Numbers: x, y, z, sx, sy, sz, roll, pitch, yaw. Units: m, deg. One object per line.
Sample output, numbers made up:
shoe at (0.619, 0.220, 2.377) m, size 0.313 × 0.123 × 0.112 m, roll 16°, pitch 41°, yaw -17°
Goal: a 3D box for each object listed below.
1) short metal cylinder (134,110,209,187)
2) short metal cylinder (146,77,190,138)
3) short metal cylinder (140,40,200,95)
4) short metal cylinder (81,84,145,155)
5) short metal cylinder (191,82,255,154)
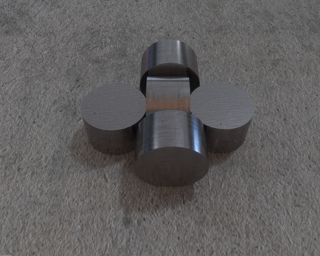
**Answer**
short metal cylinder at (0.012, 0.025, 0.349) m, size 0.081 × 0.080 × 0.050 m, roll 0°, pitch 50°, yaw 0°
short metal cylinder at (0.010, -0.025, 0.390) m, size 0.050 × 0.080 × 0.080 m, roll 0°, pitch 50°, yaw 0°
short metal cylinder at (0.013, -0.075, 0.433) m, size 0.081 × 0.080 × 0.050 m, roll 0°, pitch 50°, yaw 0°
short metal cylinder at (-0.056, -0.012, 0.398) m, size 0.081 × 0.050 × 0.080 m, roll 1°, pitch 50°, yaw -1°
short metal cylinder at (0.075, -0.014, 0.400) m, size 0.080 × 0.050 × 0.080 m, roll 0°, pitch 50°, yaw 0°
